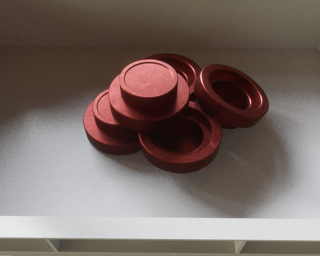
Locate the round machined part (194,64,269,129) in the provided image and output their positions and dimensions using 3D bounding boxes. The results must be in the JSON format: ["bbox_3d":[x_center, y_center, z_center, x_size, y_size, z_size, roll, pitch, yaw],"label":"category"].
[{"bbox_3d":[0.089,-0.037,0.410,0.099,0.042,0.098,14,45,-15],"label":"round machined part"}]

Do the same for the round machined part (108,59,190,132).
[{"bbox_3d":[-0.013,-0.046,0.374,0.099,0.042,0.098,0,50,0],"label":"round machined part"}]

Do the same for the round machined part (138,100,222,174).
[{"bbox_3d":[0.024,0.014,0.380,0.099,0.042,0.098,0,50,0],"label":"round machined part"}]

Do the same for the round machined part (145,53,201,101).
[{"bbox_3d":[0.011,-0.060,0.443,0.099,0.042,0.098,0,50,0],"label":"round machined part"}]

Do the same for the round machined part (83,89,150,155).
[{"bbox_3d":[-0.050,-0.016,0.403,0.099,0.042,0.098,0,50,0],"label":"round machined part"}]
